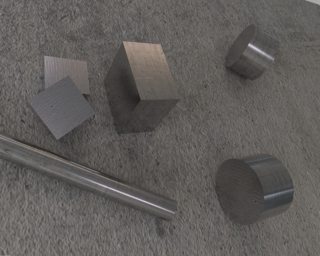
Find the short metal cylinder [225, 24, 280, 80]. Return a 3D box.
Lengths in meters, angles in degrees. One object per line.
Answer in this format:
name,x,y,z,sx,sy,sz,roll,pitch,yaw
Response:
short metal cylinder,0.157,-0.129,0.531,0.050,0.080,0.080,27,52,-12

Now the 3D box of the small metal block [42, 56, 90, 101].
small metal block,-0.115,-0.057,0.376,0.050,0.025,0.050,3,61,-27

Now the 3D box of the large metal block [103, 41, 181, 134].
large metal block,-0.026,-0.047,0.383,0.050,0.080,0.080,-4,64,-30

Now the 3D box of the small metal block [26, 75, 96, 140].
small metal block,-0.109,-0.022,0.340,0.050,0.025,0.050,-39,106,-22

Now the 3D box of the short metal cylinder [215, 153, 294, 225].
short metal cylinder,0.115,0.074,0.385,0.050,0.080,0.080,-6,65,-31

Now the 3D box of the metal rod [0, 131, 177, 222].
metal rod,-0.120,0.034,0.317,0.302,0.025,0.025,24,53,-13
